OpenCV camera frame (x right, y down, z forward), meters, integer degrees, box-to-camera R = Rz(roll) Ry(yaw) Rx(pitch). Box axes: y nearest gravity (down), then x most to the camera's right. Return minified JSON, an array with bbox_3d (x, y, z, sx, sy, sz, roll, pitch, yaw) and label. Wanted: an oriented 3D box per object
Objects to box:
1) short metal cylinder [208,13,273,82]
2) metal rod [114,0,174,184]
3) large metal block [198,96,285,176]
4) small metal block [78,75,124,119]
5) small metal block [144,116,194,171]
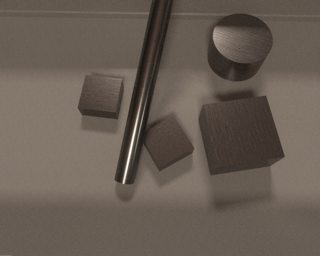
[{"bbox_3d":[0.111,-0.113,0.439,0.081,0.050,0.080,0,70,0],"label":"short metal cylinder"},{"bbox_3d":[-0.013,-0.079,0.374,0.025,0.025,0.298,13,95,4],"label":"metal rod"},{"bbox_3d":[0.099,0.011,0.394,0.081,0.050,0.080,-8,70,-4],"label":"large metal block"},{"bbox_3d":[-0.080,-0.042,0.424,0.050,0.025,0.050,7,70,2],"label":"small metal block"},{"bbox_3d":[0.009,0.021,0.402,0.050,0.025,0.050,-28,73,-10],"label":"small metal block"}]
